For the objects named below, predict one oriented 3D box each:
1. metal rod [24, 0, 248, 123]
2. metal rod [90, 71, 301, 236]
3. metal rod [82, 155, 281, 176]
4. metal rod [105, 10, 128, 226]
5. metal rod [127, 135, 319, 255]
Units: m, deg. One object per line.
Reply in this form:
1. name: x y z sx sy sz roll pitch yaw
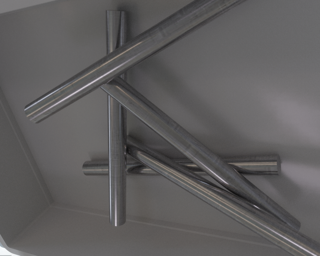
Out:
1. metal rod: -0.021 -0.080 0.314 0.300 0.025 0.025 -26 105 19
2. metal rod: 0.042 0.028 0.365 0.300 0.025 0.025 39 129 -3
3. metal rod: 0.010 0.055 0.437 0.300 0.025 0.025 -5 116 30
4. metal rod: -0.057 0.003 0.411 0.025 0.025 0.298 13 115 21
5. metal rod: 0.059 0.078 0.372 0.300 0.025 0.025 27 130 32
